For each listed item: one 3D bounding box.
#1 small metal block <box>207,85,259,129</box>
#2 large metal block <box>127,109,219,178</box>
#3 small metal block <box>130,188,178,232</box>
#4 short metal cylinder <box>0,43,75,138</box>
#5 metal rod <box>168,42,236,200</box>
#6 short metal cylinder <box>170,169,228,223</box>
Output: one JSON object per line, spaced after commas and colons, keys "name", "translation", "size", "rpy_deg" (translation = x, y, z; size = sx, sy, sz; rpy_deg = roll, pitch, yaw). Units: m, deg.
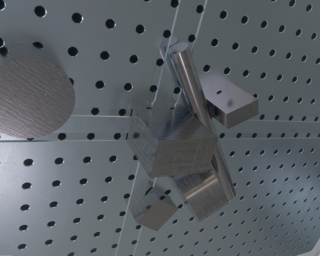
{"name": "small metal block", "translation": [0.100, -0.030, 0.431], "size": [0.050, 0.050, 0.025], "rpy_deg": [-24, 127, -14]}
{"name": "large metal block", "translation": [0.013, 0.015, 0.392], "size": [0.081, 0.080, 0.050], "rpy_deg": [-1, 119, -28]}
{"name": "small metal block", "translation": [-0.008, 0.129, 0.486], "size": [0.050, 0.025, 0.050], "rpy_deg": [-47, 129, 5]}
{"name": "short metal cylinder", "translation": [-0.129, -0.037, 0.302], "size": [0.081, 0.050, 0.079], "rpy_deg": [-14, 124, -21]}
{"name": "metal rod", "translation": [0.072, 0.012, 0.457], "size": [0.025, 0.025, 0.299], "rpy_deg": [-32, 129, -8]}
{"name": "short metal cylinder", "translation": [0.057, 0.093, 0.464], "size": [0.050, 0.080, 0.080], "rpy_deg": [-32, 129, -8]}
